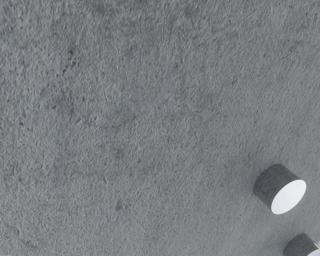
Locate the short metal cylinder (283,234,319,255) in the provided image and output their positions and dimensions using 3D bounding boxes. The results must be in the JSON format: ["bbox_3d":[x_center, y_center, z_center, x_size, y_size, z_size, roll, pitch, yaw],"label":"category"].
[{"bbox_3d":[0.362,0.316,0.783,0.081,0.050,0.079,-14,124,-21],"label":"short metal cylinder"}]

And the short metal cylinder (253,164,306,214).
[{"bbox_3d":[0.225,0.115,0.584,0.081,0.050,0.079,-14,124,-21],"label":"short metal cylinder"}]
